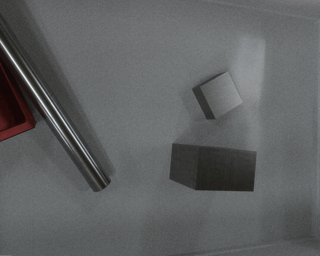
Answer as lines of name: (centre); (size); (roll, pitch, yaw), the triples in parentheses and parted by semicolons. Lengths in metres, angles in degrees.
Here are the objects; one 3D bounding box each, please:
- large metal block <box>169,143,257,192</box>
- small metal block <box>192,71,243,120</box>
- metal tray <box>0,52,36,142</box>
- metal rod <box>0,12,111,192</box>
large metal block: (0.067, 0.050, 0.407); (0.081, 0.080, 0.050); (6, 88, -20)
small metal block: (0.082, -0.046, 0.442); (0.050, 0.025, 0.050); (-31, 101, -18)
metal tray: (-0.194, -0.043, 0.309); (0.090, 0.030, 0.129); (-35, 105, -56)
metal rod: (-0.142, -0.053, 0.340); (0.025, 0.025, 0.299); (-35, 109, -17)
